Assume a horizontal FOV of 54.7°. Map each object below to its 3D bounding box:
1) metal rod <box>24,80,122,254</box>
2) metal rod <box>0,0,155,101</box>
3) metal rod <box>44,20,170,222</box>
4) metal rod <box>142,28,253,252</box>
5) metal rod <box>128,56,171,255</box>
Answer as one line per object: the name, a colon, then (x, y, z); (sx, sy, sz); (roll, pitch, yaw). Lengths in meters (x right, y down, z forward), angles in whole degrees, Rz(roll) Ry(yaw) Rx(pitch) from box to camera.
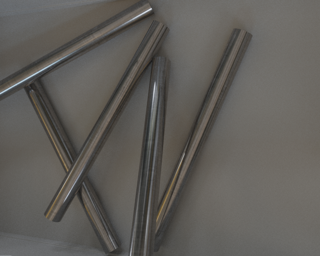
metal rod: (-0.137, 0.041, 0.457); (0.025, 0.025, 0.299); (-33, 80, 17)
metal rod: (-0.145, -0.099, 0.441); (0.301, 0.025, 0.025); (-26, 82, 10)
metal rod: (-0.073, -0.006, 0.418); (0.025, 0.025, 0.299); (31, 94, 17)
metal rod: (0.044, 0.021, 0.394); (0.025, 0.025, 0.298); (25, 98, 18)
metal rod: (-0.011, 0.049, 0.350); (0.025, 0.025, 0.299); (-3, 64, 19)
